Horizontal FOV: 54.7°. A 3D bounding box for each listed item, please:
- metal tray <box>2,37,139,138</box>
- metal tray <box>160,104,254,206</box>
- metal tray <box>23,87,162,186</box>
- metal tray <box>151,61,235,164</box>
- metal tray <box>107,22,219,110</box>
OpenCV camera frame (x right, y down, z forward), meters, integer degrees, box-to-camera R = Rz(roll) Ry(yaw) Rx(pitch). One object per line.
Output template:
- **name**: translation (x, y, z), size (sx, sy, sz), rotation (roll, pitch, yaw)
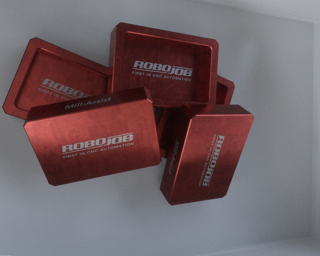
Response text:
- **metal tray**: translation (-0.102, -0.038, 0.367), size (0.131, 0.030, 0.090), rotation (21, 83, -19)
- **metal tray**: translation (0.057, 0.034, 0.394), size (0.091, 0.030, 0.129), rotation (-2, 119, -26)
- **metal tray**: translation (-0.069, 0.011, 0.345), size (0.131, 0.030, 0.089), rotation (-11, 124, -5)
- **metal tray**: translation (0.041, -0.016, 0.422), size (0.091, 0.030, 0.129), rotation (21, 83, -19)
- **metal tray**: translation (0.005, -0.069, 0.377), size (0.131, 0.030, 0.089), rotation (4, 89, -20)
